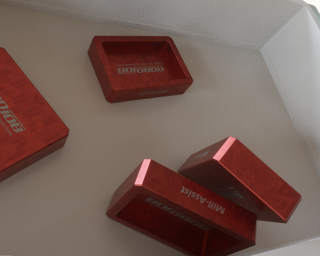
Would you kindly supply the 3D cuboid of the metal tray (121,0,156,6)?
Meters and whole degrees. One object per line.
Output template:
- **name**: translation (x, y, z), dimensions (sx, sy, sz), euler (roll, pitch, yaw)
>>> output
- **metal tray**: translation (-0.071, -0.261, 0.527), dimensions (0.131, 0.030, 0.090), euler (-1, 62, -29)

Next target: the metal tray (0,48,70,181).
- **metal tray**: translation (-0.171, -0.017, 0.321), dimensions (0.091, 0.030, 0.130), euler (-35, 81, -39)

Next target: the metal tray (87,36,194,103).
- **metal tray**: translation (-0.026, -0.088, 0.443), dimensions (0.131, 0.030, 0.090), euler (-11, 67, -33)

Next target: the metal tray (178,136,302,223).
- **metal tray**: translation (0.078, 0.061, 0.343), dimensions (0.090, 0.130, 0.030), euler (41, 72, 0)

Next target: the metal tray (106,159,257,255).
- **metal tray**: translation (0.020, 0.091, 0.319), dimensions (0.131, 0.089, 0.030), euler (29, 48, -10)
